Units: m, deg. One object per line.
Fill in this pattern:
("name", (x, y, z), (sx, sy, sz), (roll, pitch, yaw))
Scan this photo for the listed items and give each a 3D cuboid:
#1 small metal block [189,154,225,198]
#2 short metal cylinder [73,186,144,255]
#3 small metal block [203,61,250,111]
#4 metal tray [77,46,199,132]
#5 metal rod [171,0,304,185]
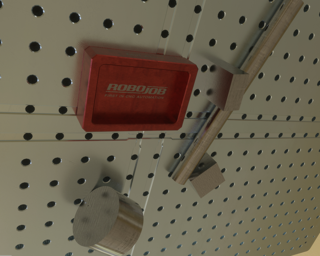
("small metal block", (0.072, 0.078, 0.502), (0.050, 0.025, 0.050), (-35, 129, -6))
("short metal cylinder", (-0.070, 0.125, 0.417), (0.080, 0.080, 0.050), (-45, 130, 3))
("small metal block", (0.086, -0.056, 0.409), (0.025, 0.050, 0.050), (-5, 121, -26))
("metal tray", (-0.026, -0.042, 0.368), (0.131, 0.030, 0.089), (-1, 119, -29))
("metal rod", (0.102, -0.044, 0.441), (0.025, 0.025, 0.298), (21, 107, -36))
